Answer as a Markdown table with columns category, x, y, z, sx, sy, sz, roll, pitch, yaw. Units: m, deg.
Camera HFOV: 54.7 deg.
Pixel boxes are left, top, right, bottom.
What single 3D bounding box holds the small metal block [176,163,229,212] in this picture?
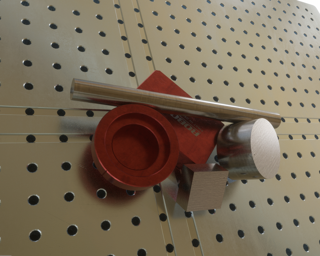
| category | x | y | z | sx | sy | sz | roll | pitch | yaw |
| --- | --- | --- | --- | --- | --- | --- | --- | --- | --- |
| small metal block | 0.051 | 0.071 | 0.377 | 0.050 | 0.025 | 0.050 | 3 | 104 | -28 |

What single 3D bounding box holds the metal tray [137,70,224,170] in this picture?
| category | x | y | z | sx | sy | sz | roll | pitch | yaw |
| --- | --- | --- | --- | --- | --- | --- | --- | --- | --- |
| metal tray | 0.018 | -0.010 | 0.424 | 0.130 | 0.030 | 0.090 | 40 | 51 | -2 |

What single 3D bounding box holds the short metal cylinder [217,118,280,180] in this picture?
| category | x | y | z | sx | sy | sz | roll | pitch | yaw |
| --- | --- | --- | --- | --- | --- | --- | --- | --- | --- |
| short metal cylinder | 0.122 | 0.030 | 0.422 | 0.081 | 0.050 | 0.080 | 12 | 73 | -43 |

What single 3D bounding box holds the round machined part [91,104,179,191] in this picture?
| category | x | y | z | sx | sy | sz | roll | pitch | yaw |
| --- | --- | --- | --- | --- | --- | --- | --- | --- | --- |
| round machined part | -0.031 | 0.025 | 0.361 | 0.099 | 0.042 | 0.098 | 9 | 65 | -19 |

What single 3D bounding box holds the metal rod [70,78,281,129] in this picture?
| category | x | y | z | sx | sy | sz | roll | pitch | yaw |
| --- | --- | --- | --- | --- | --- | --- | --- | --- | --- |
| metal rod | 0.039 | -0.027 | 0.407 | 0.302 | 0.025 | 0.025 | 7 | 59 | -25 |
